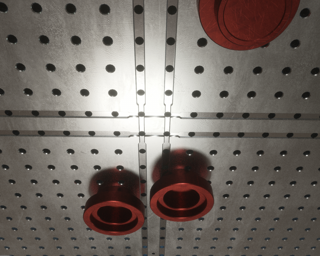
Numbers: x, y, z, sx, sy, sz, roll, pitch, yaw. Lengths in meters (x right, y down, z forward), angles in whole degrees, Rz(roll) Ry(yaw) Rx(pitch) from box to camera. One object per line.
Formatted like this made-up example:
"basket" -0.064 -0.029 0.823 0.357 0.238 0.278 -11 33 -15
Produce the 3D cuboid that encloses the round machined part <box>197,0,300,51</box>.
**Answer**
"round machined part" 0.087 -0.119 0.300 0.099 0.042 0.097 -1 130 0

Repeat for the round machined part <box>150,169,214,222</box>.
"round machined part" 0.033 0.102 0.488 0.099 0.042 0.097 -1 130 0

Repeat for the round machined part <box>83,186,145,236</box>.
"round machined part" -0.074 0.134 0.514 0.099 0.042 0.097 -1 130 0
